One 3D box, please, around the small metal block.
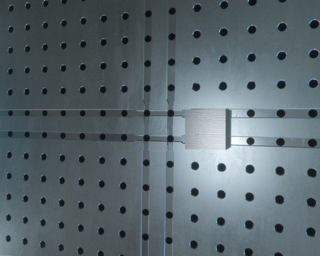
[{"bbox_3d":[0.059,0.002,0.392,0.050,0.025,0.050,0,90,20],"label":"small metal block"}]
